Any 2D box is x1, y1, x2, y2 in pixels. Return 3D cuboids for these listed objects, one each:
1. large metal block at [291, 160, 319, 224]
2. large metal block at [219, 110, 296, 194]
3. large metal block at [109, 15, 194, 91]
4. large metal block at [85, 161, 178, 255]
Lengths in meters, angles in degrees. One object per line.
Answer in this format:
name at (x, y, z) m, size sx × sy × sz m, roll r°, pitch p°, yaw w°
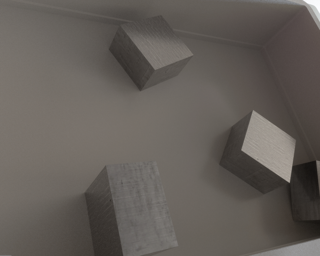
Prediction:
large metal block at (0.242, 0.097, 0.453) m, size 0.081 × 0.050 × 0.080 m, roll 12°, pitch 68°, yaw -20°
large metal block at (0.142, 0.035, 0.448) m, size 0.080 × 0.050 × 0.080 m, roll 34°, pitch 51°, yaw -7°
large metal block at (-0.013, -0.111, 0.452) m, size 0.081 × 0.050 × 0.080 m, roll -29°, pitch 78°, yaw -38°
large metal block at (-0.033, 0.086, 0.301) m, size 0.050 × 0.080 × 0.080 m, roll -1°, pitch 63°, yaw -29°
